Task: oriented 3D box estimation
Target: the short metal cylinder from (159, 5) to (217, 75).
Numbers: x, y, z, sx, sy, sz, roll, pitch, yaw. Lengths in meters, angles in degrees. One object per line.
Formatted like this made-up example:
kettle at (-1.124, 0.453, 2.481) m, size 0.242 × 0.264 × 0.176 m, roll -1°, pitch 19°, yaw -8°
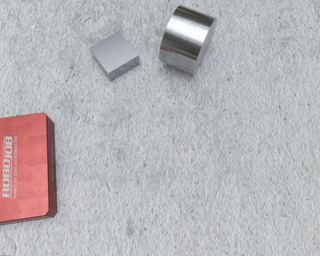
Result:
short metal cylinder at (0.039, -0.119, 0.423) m, size 0.050 × 0.080 × 0.080 m, roll 24°, pitch 72°, yaw 8°

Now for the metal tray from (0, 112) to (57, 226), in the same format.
metal tray at (-0.180, 0.050, 0.386) m, size 0.091 × 0.030 × 0.130 m, roll -8°, pitch 70°, yaw -3°

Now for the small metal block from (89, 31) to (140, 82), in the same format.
small metal block at (-0.065, -0.103, 0.445) m, size 0.050 × 0.025 × 0.050 m, roll -34°, pitch 74°, yaw -12°
